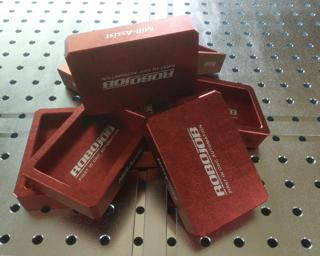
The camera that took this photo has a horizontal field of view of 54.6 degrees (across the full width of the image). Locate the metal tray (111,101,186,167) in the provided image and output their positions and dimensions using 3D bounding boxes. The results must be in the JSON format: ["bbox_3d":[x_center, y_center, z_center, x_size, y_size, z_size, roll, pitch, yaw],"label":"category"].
[{"bbox_3d":[-0.017,-0.010,0.412,0.091,0.030,0.130,-2,48,-4],"label":"metal tray"}]

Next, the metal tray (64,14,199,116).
[{"bbox_3d":[-0.026,-0.065,0.336,0.131,0.090,0.030,-12,51,-4],"label":"metal tray"}]

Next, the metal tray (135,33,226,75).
[{"bbox_3d":[0.033,-0.109,0.452,0.090,0.030,0.131,27,22,21],"label":"metal tray"}]

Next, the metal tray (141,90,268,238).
[{"bbox_3d":[0.047,0.036,0.331,0.091,0.030,0.130,-23,87,-18],"label":"metal tray"}]

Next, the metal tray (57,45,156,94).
[{"bbox_3d":[-0.077,-0.080,0.450,0.090,0.030,0.130,-38,44,-27],"label":"metal tray"}]

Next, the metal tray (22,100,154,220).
[{"bbox_3d":[-0.072,0.024,0.345,0.090,0.030,0.130,21,53,17],"label":"metal tray"}]

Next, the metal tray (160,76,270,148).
[{"bbox_3d":[0.068,-0.025,0.402,0.131,0.030,0.090,8,48,-16],"label":"metal tray"}]

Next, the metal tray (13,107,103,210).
[{"bbox_3d":[-0.114,0.031,0.378,0.091,0.030,0.130,-3,49,-3],"label":"metal tray"}]
